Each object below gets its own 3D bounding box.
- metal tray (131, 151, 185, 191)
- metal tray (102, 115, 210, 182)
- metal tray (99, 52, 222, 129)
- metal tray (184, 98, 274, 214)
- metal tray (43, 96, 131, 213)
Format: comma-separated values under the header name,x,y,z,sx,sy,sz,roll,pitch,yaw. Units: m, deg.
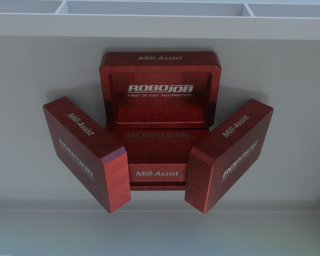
name,x,y,z,sx,sy,sz,roll,pitch,yaw
metal tray,-0.003,0.050,0.444,0.131,0.030,0.089,0,130,-1
metal tray,-0.004,0.022,0.383,0.131,0.090,0.030,0,130,-1
metal tray,0.001,-0.042,0.367,0.131,0.030,0.089,-1,131,-1
metal tray,0.084,0.031,0.374,0.030,0.131,0.089,31,138,30
metal tray,-0.088,0.030,0.371,0.030,0.130,0.089,-30,139,-31
